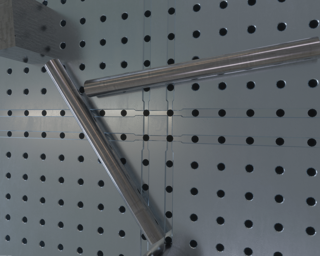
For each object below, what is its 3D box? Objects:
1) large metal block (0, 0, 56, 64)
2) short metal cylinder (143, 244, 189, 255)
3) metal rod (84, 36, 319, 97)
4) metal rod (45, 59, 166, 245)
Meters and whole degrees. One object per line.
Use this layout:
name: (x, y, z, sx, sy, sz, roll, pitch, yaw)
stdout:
large metal block: (-0.204, -0.145, 0.455, 0.050, 0.080, 0.080, -6, 88, 20)
short metal cylinder: (0.003, 0.198, 0.398, 0.080, 0.050, 0.080, 0, 90, 20)
metal rod: (0.038, -0.074, 0.399, 0.301, 0.025, 0.025, -7, 88, 19)
metal rod: (-0.083, 0.026, 0.441, 0.025, 0.025, 0.299, -36, 79, 16)
